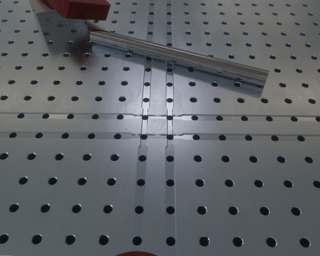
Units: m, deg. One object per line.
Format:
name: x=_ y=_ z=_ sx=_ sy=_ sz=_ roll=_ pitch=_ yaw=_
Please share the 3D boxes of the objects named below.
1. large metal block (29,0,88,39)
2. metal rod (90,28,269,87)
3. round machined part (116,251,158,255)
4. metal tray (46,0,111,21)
large metal block: x=-0.190 y=-0.217 z=0.573 sx=0.081 sy=0.050 sz=0.080 roll=-21 pitch=53 yaw=-17
metal rod: x=0.023 y=-0.119 z=0.507 sx=0.301 sy=0.025 sz=0.025 roll=18 pitch=52 yaw=14
round machined part: x=-0.022 y=0.155 z=0.266 sx=0.099 sy=0.042 sz=0.098 roll=0 pitch=50 yaw=0
metal tray: x=-0.162 y=-0.242 z=0.558 sx=0.091 sy=0.030 sz=0.130 roll=-16 pitch=54 yaw=-44
